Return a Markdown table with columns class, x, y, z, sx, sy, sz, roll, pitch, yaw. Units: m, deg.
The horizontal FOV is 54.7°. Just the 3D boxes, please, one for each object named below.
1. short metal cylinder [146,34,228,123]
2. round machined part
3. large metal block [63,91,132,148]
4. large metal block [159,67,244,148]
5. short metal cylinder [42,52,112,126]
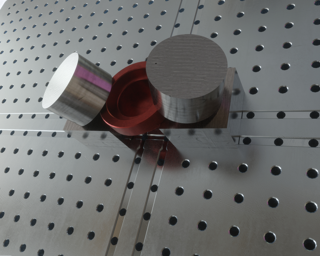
| class | x | y | z | sx | sy | sz | roll | pitch | yaw |
| --- | --- | --- | --- | --- | --- | --- | --- | --- | --- |
| short metal cylinder | 0.028 | -0.052 | 0.328 | 0.080 | 0.050 | 0.080 | -2 | 63 | 4 |
| round machined part | -0.024 | -0.033 | 0.393 | 0.098 | 0.042 | 0.098 | -13 | 56 | 21 |
| large metal block | -0.079 | -0.020 | 0.446 | 0.080 | 0.050 | 0.080 | 1 | 62 | 28 |
| large metal block | 0.053 | -0.023 | 0.378 | 0.080 | 0.050 | 0.080 | -1 | 61 | 28 |
| short metal cylinder | -0.106 | -0.049 | 0.397 | 0.080 | 0.050 | 0.080 | -31 | 43 | 34 |
